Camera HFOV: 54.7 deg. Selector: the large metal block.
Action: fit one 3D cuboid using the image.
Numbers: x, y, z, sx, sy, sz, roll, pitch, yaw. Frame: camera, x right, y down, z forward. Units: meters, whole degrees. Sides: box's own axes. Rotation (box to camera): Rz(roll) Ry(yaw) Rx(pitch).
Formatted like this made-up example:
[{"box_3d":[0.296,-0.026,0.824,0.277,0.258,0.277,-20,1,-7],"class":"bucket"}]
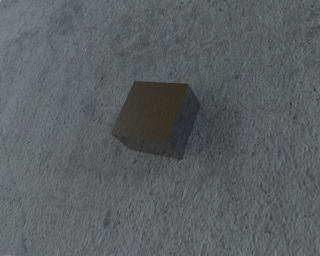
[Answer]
[{"box_3d":[-0.003,-0.011,0.397,0.080,0.050,0.080,8,66,31],"class":"large metal block"}]
